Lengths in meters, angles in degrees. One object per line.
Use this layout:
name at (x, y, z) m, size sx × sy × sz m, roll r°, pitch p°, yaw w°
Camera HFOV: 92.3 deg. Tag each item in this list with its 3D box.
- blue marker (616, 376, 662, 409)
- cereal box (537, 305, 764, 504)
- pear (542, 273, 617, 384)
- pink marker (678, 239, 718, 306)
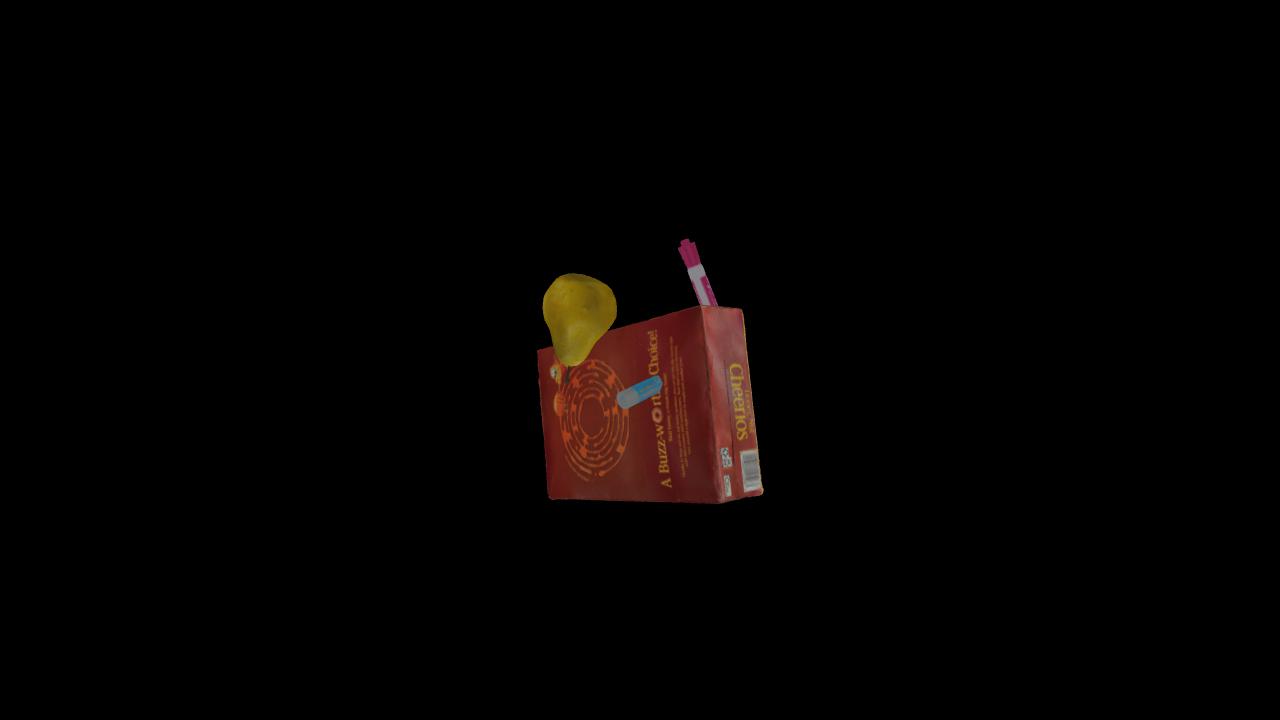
blue marker at (0.025, 0.022, 0.660) m, size 0.121 × 0.020 × 0.020 m, roll -24°, pitch 16°, yaw -38°
cereal box at (-0.006, 0.063, 0.736) m, size 0.081 × 0.203 × 0.306 m, roll 1°, pitch -9°, yaw -42°
pear at (-0.068, -0.033, 0.649) m, size 0.080 × 0.111 × 0.080 m, roll 15°, pitch 15°, yaw -4°
pink marker at (0.068, -0.070, 0.648) m, size 0.020 × 0.121 × 0.020 m, roll -21°, pitch 15°, yaw 6°
